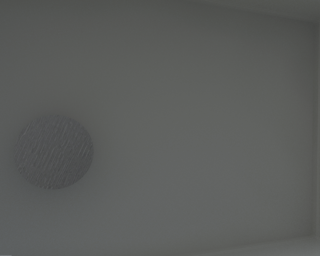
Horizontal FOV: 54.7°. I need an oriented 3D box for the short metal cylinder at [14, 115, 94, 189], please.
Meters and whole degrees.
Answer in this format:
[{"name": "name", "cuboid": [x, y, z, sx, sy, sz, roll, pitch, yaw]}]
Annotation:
[{"name": "short metal cylinder", "cuboid": [-0.120, 0.026, 0.353, 0.081, 0.050, 0.079, 0, 90, -21]}]
